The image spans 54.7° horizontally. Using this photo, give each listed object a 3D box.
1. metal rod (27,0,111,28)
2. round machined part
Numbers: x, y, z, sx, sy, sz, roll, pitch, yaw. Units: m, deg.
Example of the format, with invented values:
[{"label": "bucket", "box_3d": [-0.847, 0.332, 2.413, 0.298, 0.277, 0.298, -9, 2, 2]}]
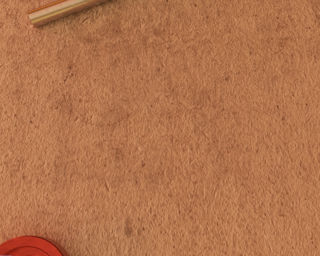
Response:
[{"label": "metal rod", "box_3d": [-0.058, -0.224, 0.489, 0.302, 0.025, 0.025, -24, 72, -9]}, {"label": "round machined part", "box_3d": [-0.142, 0.169, 0.336, 0.099, 0.042, 0.098, 0, 70, -1]}]
